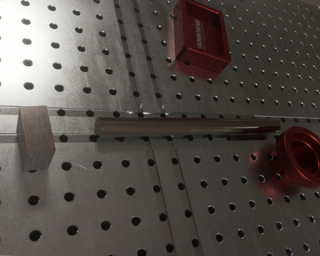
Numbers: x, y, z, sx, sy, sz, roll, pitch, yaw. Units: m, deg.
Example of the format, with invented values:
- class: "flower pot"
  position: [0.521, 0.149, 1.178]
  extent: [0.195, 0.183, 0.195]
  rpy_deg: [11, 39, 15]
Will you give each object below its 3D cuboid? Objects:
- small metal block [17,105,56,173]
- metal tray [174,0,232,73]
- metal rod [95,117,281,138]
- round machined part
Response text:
- class: "small metal block"
  position: [-0.128, 0.012, 0.317]
  extent: [0.025, 0.050, 0.050]
  rpy_deg: [-6, 65, -31]
- class: "metal tray"
  position: [0.073, -0.166, 0.547]
  extent: [0.091, 0.030, 0.130]
  rpy_deg: [13, 56, -22]
- class: "metal rod"
  position: [0.058, -0.002, 0.442]
  extent: [0.303, 0.025, 0.025]
  rpy_deg: [-1, 62, -29]
- class: "round machined part"
  position: [0.221, 0.050, 0.489]
  extent: [0.099, 0.042, 0.098]
  rpy_deg: [14, 56, -21]
